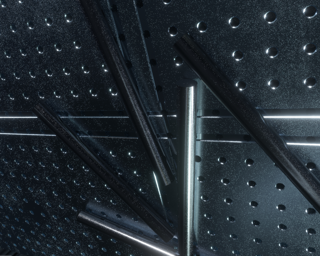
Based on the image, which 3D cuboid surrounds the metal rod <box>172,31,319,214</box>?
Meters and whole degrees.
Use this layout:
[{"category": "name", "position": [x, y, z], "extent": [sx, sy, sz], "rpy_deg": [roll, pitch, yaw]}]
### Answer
[{"category": "metal rod", "position": [0.123, 0.013, 0.353], "extent": [0.300, 0.025, 0.025], "rpy_deg": [47, 129, -6]}]

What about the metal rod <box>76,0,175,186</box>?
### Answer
[{"category": "metal rod", "position": [-0.044, -0.053, 0.400], "extent": [0.025, 0.025, 0.299], "rpy_deg": [-9, 114, 32]}]

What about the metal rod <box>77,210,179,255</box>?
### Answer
[{"category": "metal rod", "position": [-0.014, 0.210, 0.546], "extent": [0.301, 0.025, 0.025], "rpy_deg": [17, 125, 18]}]

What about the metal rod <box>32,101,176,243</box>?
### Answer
[{"category": "metal rod", "position": [-0.088, 0.073, 0.500], "extent": [0.300, 0.025, 0.025], "rpy_deg": [45, 129, -4]}]

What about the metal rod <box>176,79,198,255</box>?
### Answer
[{"category": "metal rod", "position": [0.037, 0.075, 0.437], "extent": [0.025, 0.025, 0.298], "rpy_deg": [11, 123, 22]}]
